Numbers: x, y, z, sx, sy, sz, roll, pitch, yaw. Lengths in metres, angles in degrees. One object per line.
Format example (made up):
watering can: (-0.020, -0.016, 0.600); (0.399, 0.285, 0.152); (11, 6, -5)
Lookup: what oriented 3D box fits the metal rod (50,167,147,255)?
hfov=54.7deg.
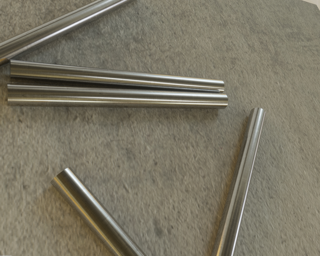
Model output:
metal rod: (-0.002, 0.159, 0.306); (0.300, 0.025, 0.025); (48, 51, 5)

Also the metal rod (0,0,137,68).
metal rod: (-0.118, -0.151, 0.433); (0.025, 0.025, 0.301); (43, 51, 1)

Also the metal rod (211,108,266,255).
metal rod: (0.106, 0.080, 0.413); (0.025, 0.025, 0.301); (33, 51, -7)

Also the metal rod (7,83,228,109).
metal rod: (-0.034, -0.039, 0.410); (0.303, 0.025, 0.025); (-1, 63, -29)

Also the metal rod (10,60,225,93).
metal rod: (-0.037, -0.065, 0.424); (0.303, 0.025, 0.025); (0, 62, -29)
